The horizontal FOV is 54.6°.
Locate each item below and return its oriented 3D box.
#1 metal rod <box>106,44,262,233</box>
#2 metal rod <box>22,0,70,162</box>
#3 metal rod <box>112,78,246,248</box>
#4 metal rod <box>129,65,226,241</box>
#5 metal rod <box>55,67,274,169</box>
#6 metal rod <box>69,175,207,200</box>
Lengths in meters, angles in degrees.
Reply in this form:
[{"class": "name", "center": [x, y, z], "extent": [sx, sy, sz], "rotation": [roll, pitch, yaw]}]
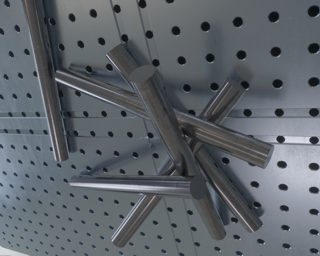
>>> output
[{"class": "metal rod", "center": [0.036, 0.019, 0.404], "extent": [0.025, 0.025, 0.300], "rotation": [-32, 101, 38]}, {"class": "metal rod", "center": [-0.165, -0.076, 0.451], "extent": [0.025, 0.025, 0.298], "rotation": [14, 125, 20]}, {"class": "metal rod", "center": [0.009, 0.063, 0.403], "extent": [0.025, 0.025, 0.298], "rotation": [36, 119, 4]}, {"class": "metal rod", "center": [0.036, 0.054, 0.368], "extent": [0.025, 0.025, 0.299], "rotation": [0, 137, 28]}, {"class": "metal rod", "center": [-0.017, -0.023, 0.369], "extent": [0.300, 0.025, 0.025], "rotation": [23, 128, 28]}, {"class": "metal rod", "center": [-0.055, 0.079, 0.437], "extent": [0.299, 0.025, 0.025], "rotation": [-10, 114, 50]}]
